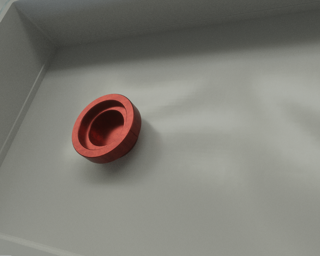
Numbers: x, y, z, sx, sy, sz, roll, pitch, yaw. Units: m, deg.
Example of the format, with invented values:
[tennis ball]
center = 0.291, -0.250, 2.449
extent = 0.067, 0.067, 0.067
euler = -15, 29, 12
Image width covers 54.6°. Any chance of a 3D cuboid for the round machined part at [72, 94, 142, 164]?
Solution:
[round machined part]
center = -0.069, 0.005, 0.429
extent = 0.098, 0.042, 0.098
euler = -13, 56, 21
